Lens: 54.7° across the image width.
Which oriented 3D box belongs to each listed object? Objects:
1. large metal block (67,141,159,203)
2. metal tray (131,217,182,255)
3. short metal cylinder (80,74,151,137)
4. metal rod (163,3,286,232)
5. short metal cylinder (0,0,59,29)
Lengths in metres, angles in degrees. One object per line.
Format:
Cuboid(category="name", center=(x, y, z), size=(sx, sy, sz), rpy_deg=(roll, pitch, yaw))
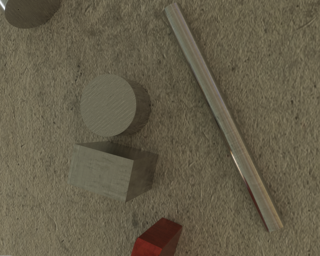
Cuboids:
Cuboid(category="large metal block", center=(-0.058, 0.052, 0.400), size=(0.080, 0.080, 0.050), rpy_deg=(13, 95, 19))
Cuboid(category="metal tray", center=(-0.016, 0.186, 0.379), size=(0.030, 0.090, 0.129), rpy_deg=(19, 96, 19))
Cuboid(category="short metal cylinder", center=(-0.058, -0.029, 0.416), size=(0.080, 0.050, 0.079), rpy_deg=(0, 90, 20))
Cuboid(category="metal rod", center=(0.075, -0.020, 0.382), size=(0.025, 0.025, 0.299), rpy_deg=(-26, 81, 18))
Cuboid(category="short metal cylinder", center=(-0.196, -0.192, 0.449), size=(0.080, 0.080, 0.050), rpy_deg=(-39, 78, 16))
